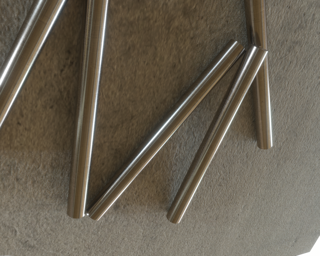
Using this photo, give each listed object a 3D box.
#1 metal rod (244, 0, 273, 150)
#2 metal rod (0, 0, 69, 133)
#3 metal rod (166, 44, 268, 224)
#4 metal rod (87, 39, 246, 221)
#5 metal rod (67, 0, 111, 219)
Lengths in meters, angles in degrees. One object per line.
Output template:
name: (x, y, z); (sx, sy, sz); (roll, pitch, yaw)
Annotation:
metal rod: (0.139, -0.084, 0.432); (0.025, 0.025, 0.299); (-28, 128, -11)
metal rod: (-0.113, -0.094, 0.287); (0.025, 0.025, 0.299); (23, 106, -37)
metal rod: (0.073, 0.024, 0.451); (0.025, 0.025, 0.298); (6, 120, -31)
metal rod: (0.003, 0.007, 0.414); (0.299, 0.025, 0.025); (-49, 129, 6)
metal rod: (-0.083, -0.018, 0.350); (0.025, 0.025, 0.298); (-3, 120, -28)
